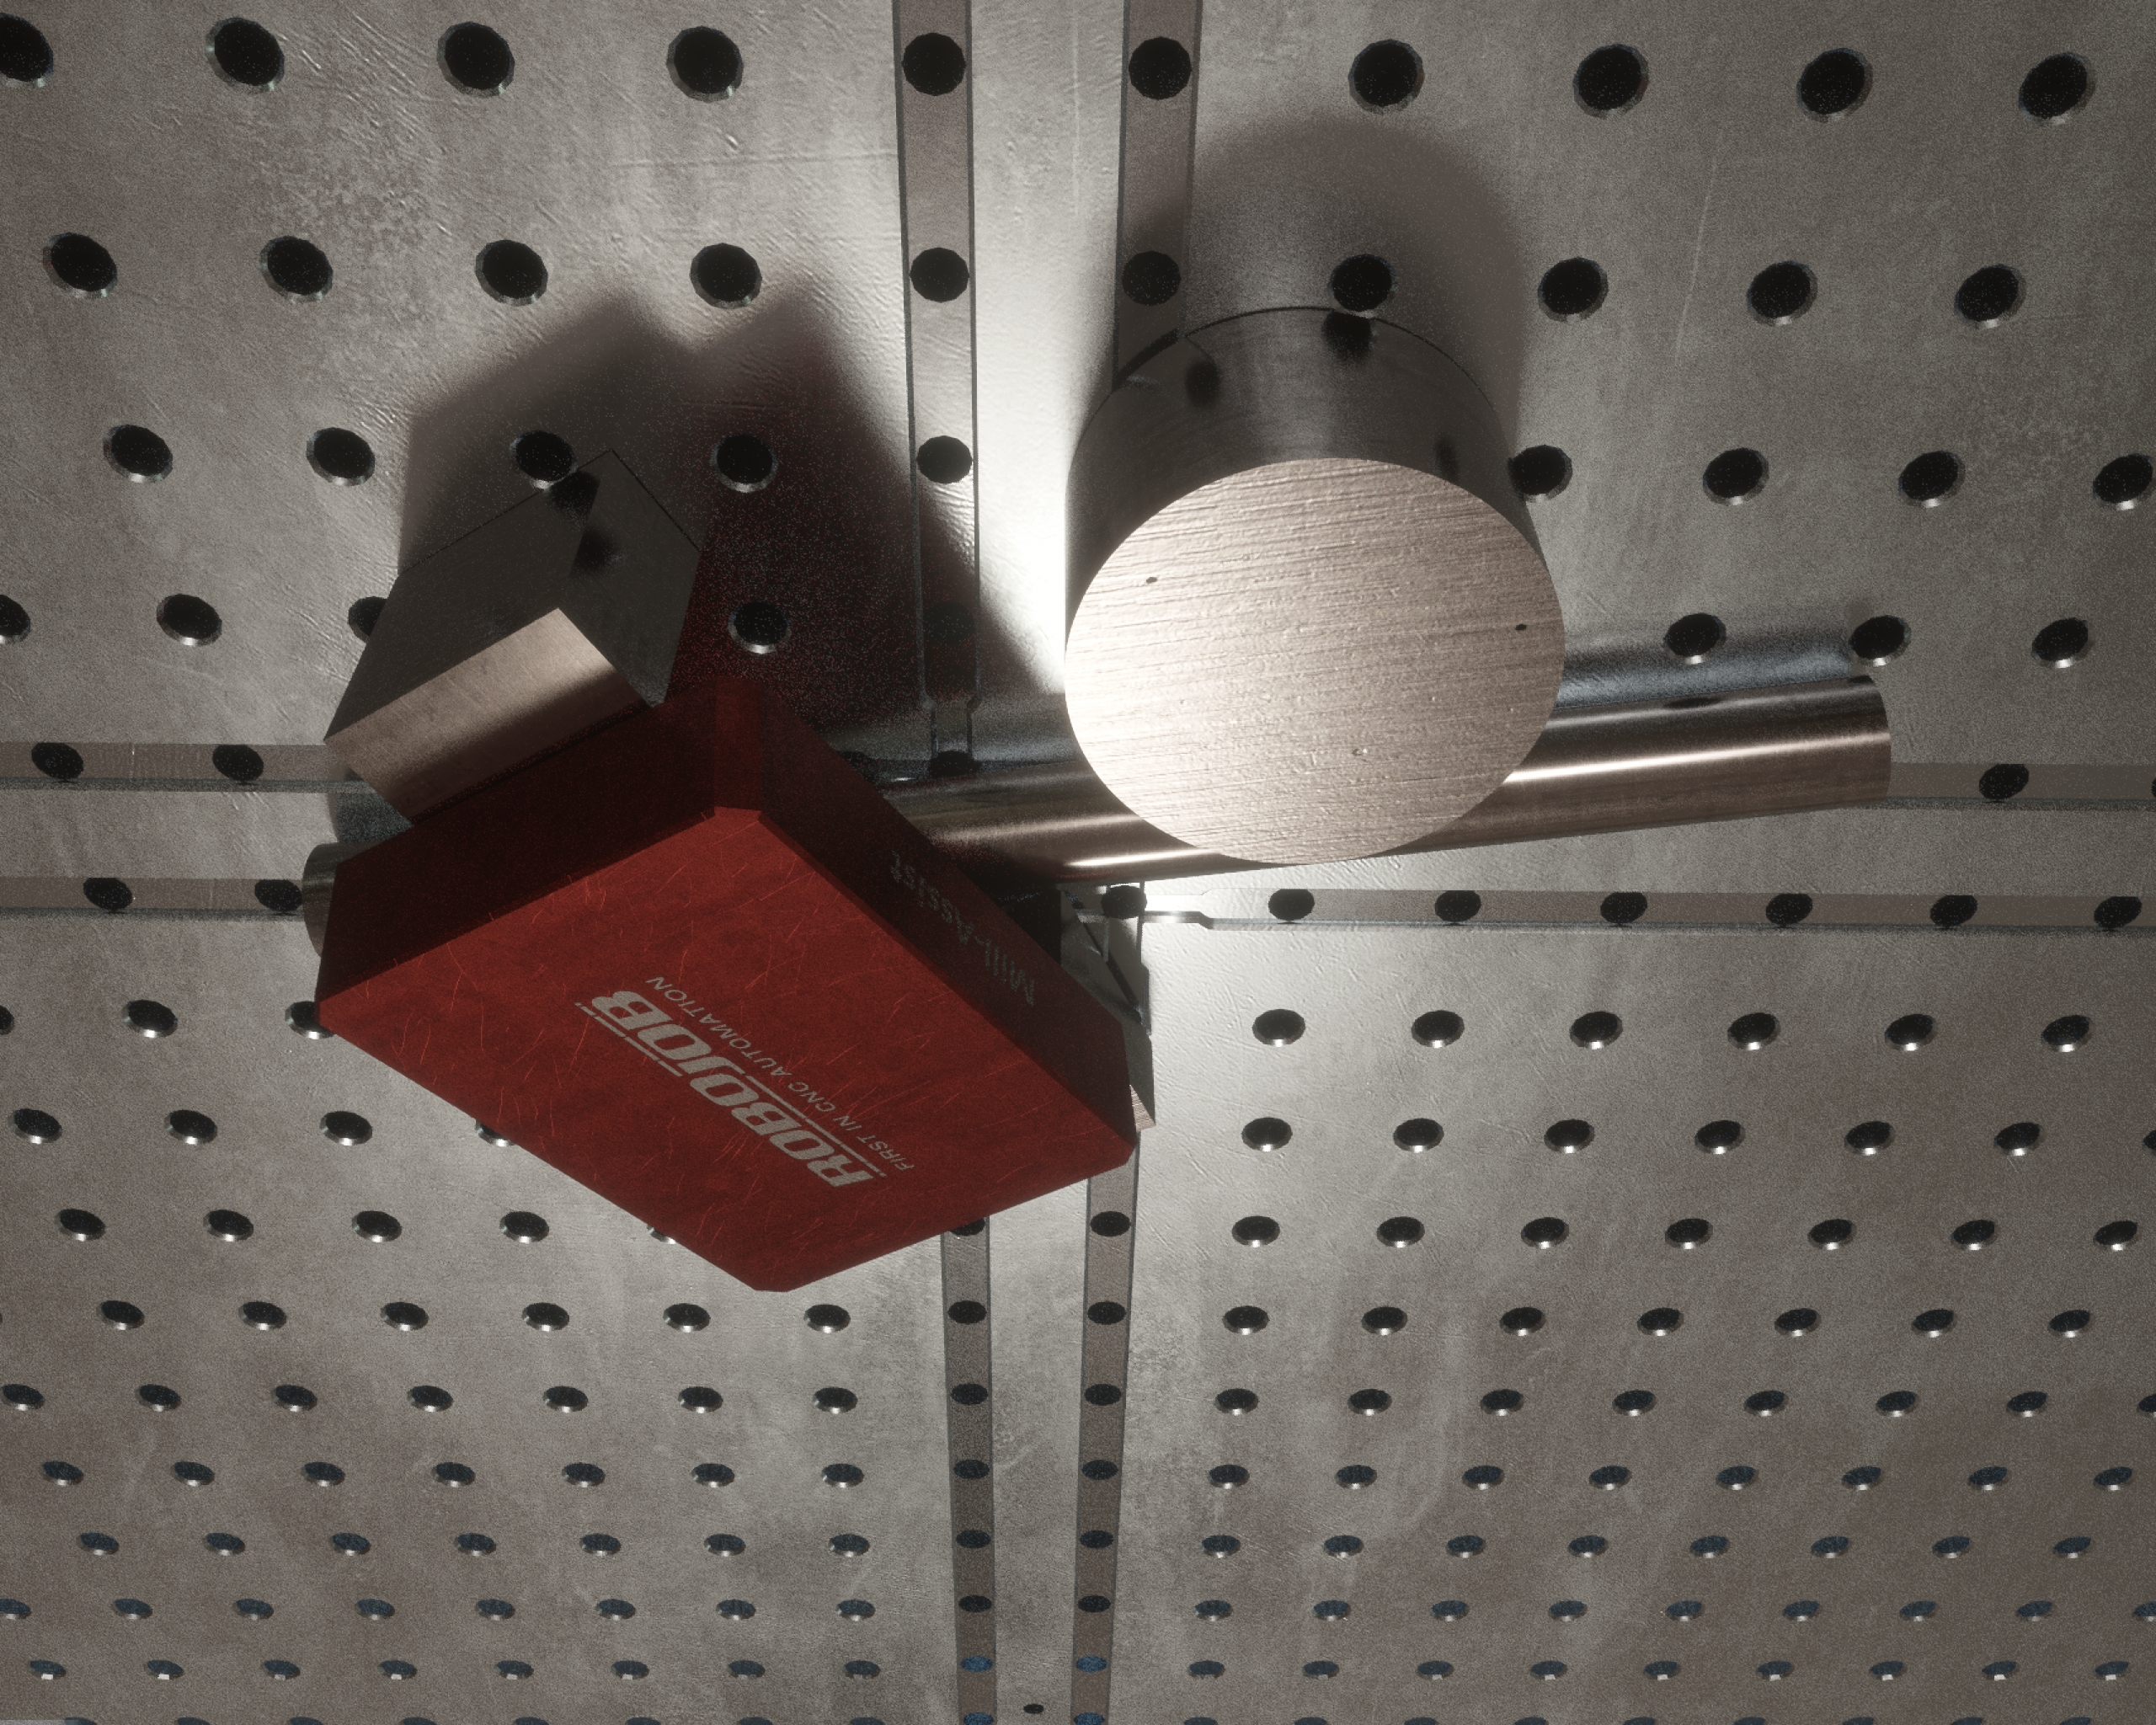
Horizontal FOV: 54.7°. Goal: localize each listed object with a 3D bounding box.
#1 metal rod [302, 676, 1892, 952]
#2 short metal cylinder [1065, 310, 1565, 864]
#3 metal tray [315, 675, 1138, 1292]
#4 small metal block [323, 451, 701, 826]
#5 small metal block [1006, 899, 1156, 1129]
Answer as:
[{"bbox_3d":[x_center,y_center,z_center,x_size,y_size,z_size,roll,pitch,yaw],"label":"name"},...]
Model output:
[{"bbox_3d":[0.000,-0.007,0.406,0.302,0.025,0.025,-6,130,4],"label":"metal rod"},{"bbox_3d":[0.038,-0.046,0.356,0.081,0.050,0.079,0,130,0],"label":"short metal cylinder"},{"bbox_3d":[-0.059,0.029,0.382,0.090,0.030,0.130,-24,138,19],"label":"metal tray"},{"bbox_3d":[-0.096,-0.038,0.361,0.050,0.050,0.025,-25,126,19],"label":"small metal block"},{"bbox_3d":[-0.017,0.038,0.442,0.050,0.025,0.050,-18,128,14],"label":"small metal block"}]
